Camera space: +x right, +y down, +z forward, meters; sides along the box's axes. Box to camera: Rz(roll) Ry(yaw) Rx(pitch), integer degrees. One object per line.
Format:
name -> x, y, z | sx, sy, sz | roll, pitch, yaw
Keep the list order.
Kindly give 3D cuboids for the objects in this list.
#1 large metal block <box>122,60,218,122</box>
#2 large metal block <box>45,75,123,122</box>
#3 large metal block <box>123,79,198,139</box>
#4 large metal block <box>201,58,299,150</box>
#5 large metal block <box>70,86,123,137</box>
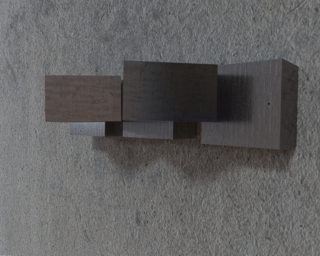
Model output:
large metal block -> 0.005, -0.031, 0.302 | 0.080, 0.081, 0.050 | -172, 84, -84
large metal block -> -0.086, -0.032, 0.374 | 0.081, 0.080, 0.050 | -1, 90, -6
large metal block -> 0.000, -0.028, 0.389 | 0.080, 0.050, 0.079 | 1, 91, 39
large metal block -> 0.091, -0.022, 0.315 | 0.080, 0.050, 0.079 | 2, 91, 39
large metal block -> -0.089, -0.029, 0.461 | 0.080, 0.050, 0.079 | 1, 90, 39
